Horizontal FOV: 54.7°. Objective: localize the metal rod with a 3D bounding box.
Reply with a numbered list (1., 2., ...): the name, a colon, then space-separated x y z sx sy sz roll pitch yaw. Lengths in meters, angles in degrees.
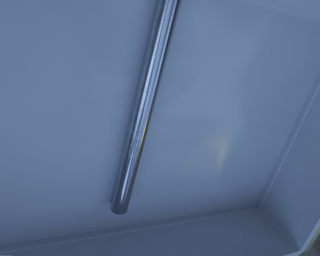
1. metal rod: -0.023 -0.014 0.388 0.025 0.025 0.298 1 118 -29
